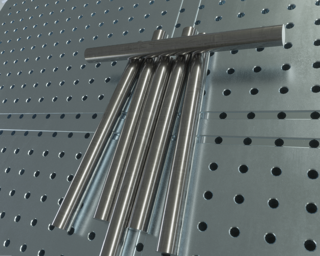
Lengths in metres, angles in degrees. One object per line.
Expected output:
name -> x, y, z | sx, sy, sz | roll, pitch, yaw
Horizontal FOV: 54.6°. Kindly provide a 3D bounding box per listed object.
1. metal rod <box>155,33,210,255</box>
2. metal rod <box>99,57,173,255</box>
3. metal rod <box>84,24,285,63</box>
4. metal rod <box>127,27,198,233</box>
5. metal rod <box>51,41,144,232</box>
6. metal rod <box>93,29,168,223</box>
metal rod -> 0.036, 0.000, 0.391 | 0.025, 0.025, 0.300 | -2, 60, 27
metal rod -> -0.025, 0.031, 0.404 | 0.025, 0.025, 0.300 | 1, 62, 29
metal rod -> 0.015, -0.115, 0.439 | 0.300, 0.025, 0.025 | 2, 63, 29
metal rod -> 0.011, -0.015, 0.414 | 0.025, 0.025, 0.300 | 1, 62, 29
metal rod -> -0.077, -0.003, 0.450 | 0.025, 0.025, 0.300 | 8, 65, 31
metal rod -> -0.034, -0.019, 0.439 | 0.025, 0.025, 0.300 | 1, 62, 29
